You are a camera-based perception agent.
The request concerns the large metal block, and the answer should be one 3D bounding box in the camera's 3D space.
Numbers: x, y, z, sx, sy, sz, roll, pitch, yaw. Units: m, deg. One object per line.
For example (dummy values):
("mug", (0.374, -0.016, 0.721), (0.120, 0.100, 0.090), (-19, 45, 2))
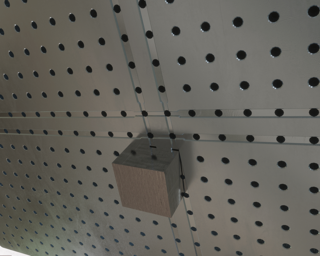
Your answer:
("large metal block", (-0.015, 0.075, 0.450), (0.080, 0.050, 0.080), (6, 121, 25))
